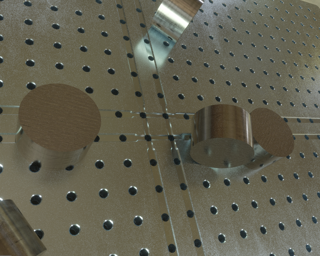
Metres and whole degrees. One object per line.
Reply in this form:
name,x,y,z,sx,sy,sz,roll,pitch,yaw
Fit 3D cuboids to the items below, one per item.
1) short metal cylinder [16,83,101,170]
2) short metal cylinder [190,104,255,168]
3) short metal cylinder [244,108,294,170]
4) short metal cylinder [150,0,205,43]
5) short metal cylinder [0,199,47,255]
short metal cylinder,-0.110,-0.001,0.333,0.081,0.050,0.080,14,56,-21
short metal cylinder,0.081,0.013,0.408,0.081,0.080,0.050,18,55,-18
short metal cylinder,0.150,0.017,0.463,0.081,0.050,0.080,14,56,-21
short metal cylinder,0.028,-0.185,0.500,0.050,0.080,0.080,35,51,-6
short metal cylinder,-0.137,0.100,0.238,0.081,0.080,0.050,-33,80,-38
